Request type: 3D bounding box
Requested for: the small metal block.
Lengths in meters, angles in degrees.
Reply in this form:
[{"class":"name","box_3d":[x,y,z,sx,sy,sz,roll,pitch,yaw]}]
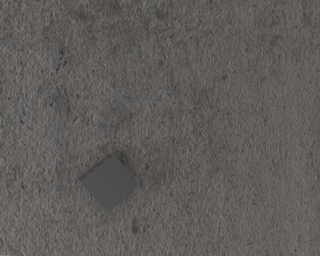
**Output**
[{"class":"small metal block","box_3d":[-0.064,0.067,0.385,0.050,0.025,0.050,-39,103,-16]}]
